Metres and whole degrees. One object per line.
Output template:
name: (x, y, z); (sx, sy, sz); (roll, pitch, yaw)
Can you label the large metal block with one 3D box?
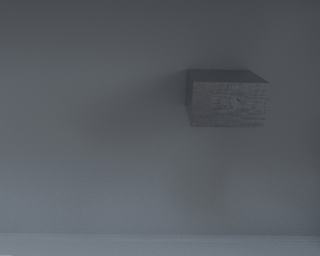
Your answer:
large metal block: (0.074, -0.038, 0.368); (0.080, 0.080, 0.050); (1, 110, -1)
